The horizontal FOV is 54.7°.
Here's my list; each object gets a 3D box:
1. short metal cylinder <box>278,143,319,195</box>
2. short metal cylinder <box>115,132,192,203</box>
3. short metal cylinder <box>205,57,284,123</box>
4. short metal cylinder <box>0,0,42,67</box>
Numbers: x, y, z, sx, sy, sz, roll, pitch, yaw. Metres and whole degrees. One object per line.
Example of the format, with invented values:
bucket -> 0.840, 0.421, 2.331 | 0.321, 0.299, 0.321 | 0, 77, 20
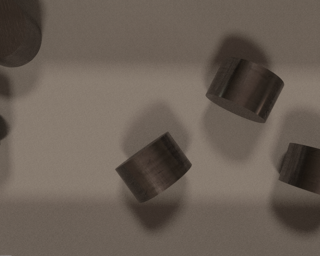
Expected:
short metal cylinder -> 0.196, 0.054, 0.387 | 0.080, 0.080, 0.050 | 17, 90, -1
short metal cylinder -> -0.008, 0.048, 0.384 | 0.080, 0.080, 0.050 | -35, 90, 0
short metal cylinder -> 0.104, -0.046, 0.385 | 0.080, 0.080, 0.050 | 27, 90, -1
short metal cylinder -> -0.201, -0.122, 0.396 | 0.081, 0.050, 0.079 | 0, 90, -1
